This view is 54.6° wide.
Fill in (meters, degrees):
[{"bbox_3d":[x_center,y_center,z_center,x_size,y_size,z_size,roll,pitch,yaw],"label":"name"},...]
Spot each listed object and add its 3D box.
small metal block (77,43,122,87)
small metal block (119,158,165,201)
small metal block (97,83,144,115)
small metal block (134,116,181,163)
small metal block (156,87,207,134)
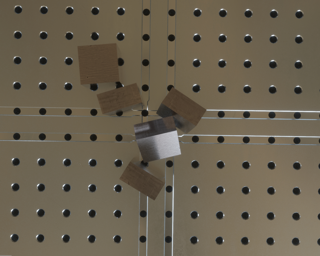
[{"bbox_3d":[-0.079,-0.083,0.413,0.050,0.025,0.050,-5,90,0],"label":"small metal block"},{"bbox_3d":[-0.021,0.064,0.401,0.050,0.050,0.025,32,90,0],"label":"small metal block"},{"bbox_3d":[-0.049,-0.036,0.401,0.050,0.050,0.025,-17,90,0],"label":"small metal block"},{"bbox_3d":[-0.003,0.015,0.399,0.050,0.050,0.025,-13,49,0],"label":"small metal block"},{"bbox_3d":[0.026,-0.021,0.399,0.050,0.050,0.025,34,76,0],"label":"small metal block"}]
